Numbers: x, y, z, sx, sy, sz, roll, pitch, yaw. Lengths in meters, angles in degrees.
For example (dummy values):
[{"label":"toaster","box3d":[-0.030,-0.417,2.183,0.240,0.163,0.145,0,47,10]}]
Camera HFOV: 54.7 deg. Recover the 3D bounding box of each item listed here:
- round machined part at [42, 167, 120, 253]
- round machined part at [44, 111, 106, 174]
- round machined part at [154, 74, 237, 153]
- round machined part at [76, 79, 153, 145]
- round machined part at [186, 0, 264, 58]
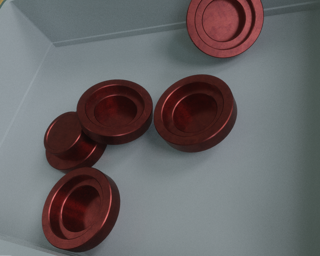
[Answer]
[{"label":"round machined part","box3d":[-0.091,0.101,0.379,0.098,0.042,0.098,-13,56,20]},{"label":"round machined part","box3d":[-0.128,0.015,0.451,0.098,0.042,0.098,-13,56,20]},{"label":"round machined part","box3d":[0.045,-0.014,0.379,0.098,0.042,0.098,-13,56,20]},{"label":"round machined part","box3d":[-0.059,-0.017,0.419,0.099,0.042,0.098,1,53,-1]},{"label":"round machined part","box3d":[0.084,-0.145,0.416,0.098,0.098,0.042,-28,13,10]}]
